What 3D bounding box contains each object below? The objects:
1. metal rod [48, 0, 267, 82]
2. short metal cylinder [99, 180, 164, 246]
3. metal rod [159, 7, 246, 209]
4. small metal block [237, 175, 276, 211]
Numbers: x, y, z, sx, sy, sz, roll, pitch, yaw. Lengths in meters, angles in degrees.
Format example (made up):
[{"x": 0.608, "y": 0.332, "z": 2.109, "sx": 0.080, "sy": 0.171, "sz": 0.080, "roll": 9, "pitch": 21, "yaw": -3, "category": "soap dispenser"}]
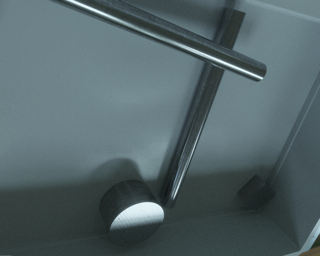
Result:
[{"x": -0.003, "y": -0.103, "z": 0.324, "sx": 0.302, "sy": 0.025, "sz": 0.025, "roll": 14, "pitch": 111, "yaw": -28, "category": "metal rod"}, {"x": -0.041, "y": 0.122, "z": 0.447, "sx": 0.081, "sy": 0.050, "sz": 0.079, "roll": -14, "pitch": 125, "yaw": -21, "category": "short metal cylinder"}, {"x": 0.052, "y": -0.011, "z": 0.431, "sx": 0.025, "sy": 0.025, "sz": 0.298, "roll": 3, "pitch": 117, "yaw": -30, "category": "metal rod"}, {"x": 0.183, "y": 0.124, "z": 0.586, "sx": 0.050, "sy": 0.025, "sz": 0.050, "roll": -44, "pitch": 129, "yaw": 7, "category": "small metal block"}]
